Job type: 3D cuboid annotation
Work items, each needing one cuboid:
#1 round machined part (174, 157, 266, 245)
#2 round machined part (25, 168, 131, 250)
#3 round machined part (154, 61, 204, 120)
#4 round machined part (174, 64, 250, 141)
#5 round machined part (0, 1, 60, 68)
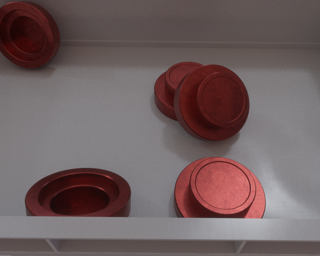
[{"bbox_3d":[0.065,0.071,0.335,0.099,0.042,0.098,0,50,0],"label":"round machined part"},{"bbox_3d":[-0.079,0.081,0.307,0.099,0.042,0.098,3,20,-1],"label":"round machined part"},{"bbox_3d":[0.041,-0.058,0.443,0.099,0.042,0.098,0,50,0],"label":"round machined part"},{"bbox_3d":[0.070,-0.032,0.390,0.099,0.042,0.097,1,85,-17],"label":"round machined part"},{"bbox_3d":[-0.203,-0.147,0.484,0.099,0.097,0.042,7,26,5],"label":"round machined part"}]
